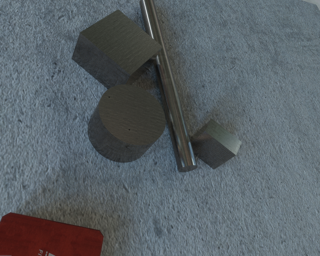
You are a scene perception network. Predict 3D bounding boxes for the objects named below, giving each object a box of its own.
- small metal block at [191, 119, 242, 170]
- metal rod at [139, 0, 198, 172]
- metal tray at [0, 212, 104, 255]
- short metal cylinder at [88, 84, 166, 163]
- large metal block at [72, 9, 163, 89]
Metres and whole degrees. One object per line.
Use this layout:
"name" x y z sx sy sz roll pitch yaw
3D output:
"small metal block" 0.071 0.023 0.414 0.050 0.050 0.025 38 51 -3
"metal rod" 0.007 -0.080 0.457 0.025 0.025 0.299 2 61 -28
"metal tray" -0.105 0.145 0.256 0.091 0.030 0.130 19 54 -18
"short metal cylinder" -0.040 -0.005 0.370 0.081 0.050 0.080 14 56 -21
"large metal block" -0.057 -0.102 0.421 0.080 0.050 0.080 40 51 -1
